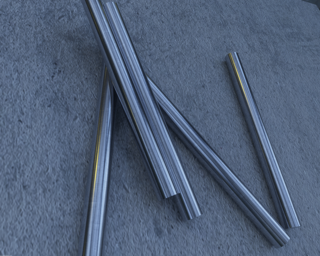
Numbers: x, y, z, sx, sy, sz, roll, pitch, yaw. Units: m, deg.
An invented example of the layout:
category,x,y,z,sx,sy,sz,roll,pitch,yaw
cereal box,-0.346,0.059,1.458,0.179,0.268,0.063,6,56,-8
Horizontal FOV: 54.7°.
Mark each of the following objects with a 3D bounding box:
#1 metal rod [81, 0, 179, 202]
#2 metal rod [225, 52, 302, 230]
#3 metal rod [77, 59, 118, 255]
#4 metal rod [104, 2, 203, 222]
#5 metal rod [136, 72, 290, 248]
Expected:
category,x,y,z,sx,sy,sz,roll,pitch,yaw
metal rod,-0.046,-0.056,0.383,0.025,0.025,0.299,-13,74,-34
metal rod,0.154,0.004,0.486,0.025,0.025,0.299,4,60,-27
metal rod,-0.066,0.009,0.363,0.025,0.025,0.299,14,56,-21
metal rod,-0.016,-0.030,0.395,0.025,0.025,0.299,-13,75,-34
metal rod,0.061,0.034,0.417,0.300,0.025,0.025,49,51,6
